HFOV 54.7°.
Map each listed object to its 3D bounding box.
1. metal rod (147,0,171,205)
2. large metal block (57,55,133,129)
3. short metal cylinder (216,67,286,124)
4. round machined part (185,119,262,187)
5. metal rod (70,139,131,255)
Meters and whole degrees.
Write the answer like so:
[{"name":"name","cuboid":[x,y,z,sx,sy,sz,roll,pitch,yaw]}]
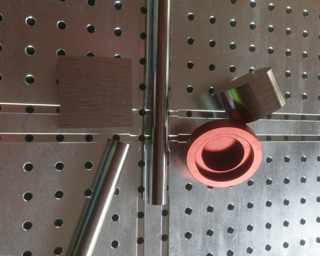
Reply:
[{"name":"metal rod","cuboid":[-0.001,-0.049,0.413,0.025,0.025,0.298,1,90,-20]},{"name":"large metal block","cuboid":[-0.079,-0.040,0.371,0.081,0.050,0.079,-2,91,-20]},{"name":"short metal cylinder","cuboid":[0.126,-0.045,0.431,0.080,0.080,0.050,-30,100,-18]},{"name":"round machined part","cuboid":[0.084,0.029,0.420,0.099,0.042,0.097,0,120,0]},{"name":"metal rod","cuboid":[-0.097,0.159,0.377,0.025,0.025,0.299,22,83,-19]}]
